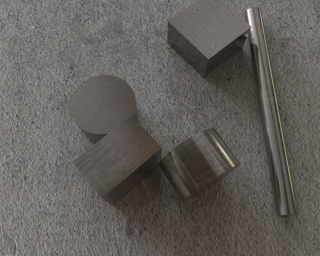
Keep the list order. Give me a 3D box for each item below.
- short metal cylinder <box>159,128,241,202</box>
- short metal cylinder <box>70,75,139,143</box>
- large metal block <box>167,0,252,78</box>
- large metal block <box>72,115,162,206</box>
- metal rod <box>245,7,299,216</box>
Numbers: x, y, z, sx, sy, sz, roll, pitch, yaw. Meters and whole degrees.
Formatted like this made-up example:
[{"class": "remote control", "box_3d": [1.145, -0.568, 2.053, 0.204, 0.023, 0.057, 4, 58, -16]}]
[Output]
[{"class": "short metal cylinder", "box_3d": [0.046, 0.044, 0.363, 0.080, 0.080, 0.050, -30, 73, -10]}, {"class": "short metal cylinder", "box_3d": [-0.070, -0.022, 0.402, 0.081, 0.050, 0.080, 0, 70, 0]}, {"class": "large metal block", "box_3d": [0.068, -0.133, 0.444, 0.080, 0.050, 0.080, -39, 75, -13]}, {"class": "large metal block", "box_3d": [-0.045, 0.042, 0.363, 0.080, 0.080, 0.050, -40, 75, -13]}, {"class": "metal rod", "box_3d": [0.147, -0.036, 0.422, 0.025, 0.025, 0.299, -2, 70, -1]}]
